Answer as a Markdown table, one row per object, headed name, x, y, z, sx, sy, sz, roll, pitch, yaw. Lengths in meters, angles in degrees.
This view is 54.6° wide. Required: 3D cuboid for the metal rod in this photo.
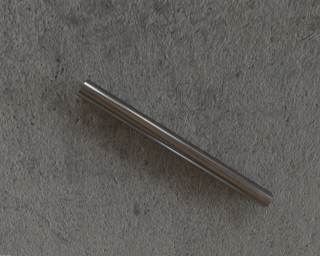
| name | x | y | z | sx | sy | sz | roll | pitch | yaw |
| --- | --- | --- | --- | --- | --- | --- | --- | --- | --- |
| metal rod | 0.028 | 0.026 | 0.419 | 0.301 | 0.025 | 0.025 | 32 | 107 | -11 |
